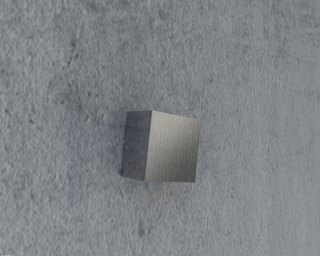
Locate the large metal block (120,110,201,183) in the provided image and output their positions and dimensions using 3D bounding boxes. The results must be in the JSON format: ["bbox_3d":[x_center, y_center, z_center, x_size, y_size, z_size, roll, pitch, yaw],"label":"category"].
[{"bbox_3d":[0.002,0.024,0.389,0.081,0.050,0.080,10,84,-40],"label":"large metal block"}]
